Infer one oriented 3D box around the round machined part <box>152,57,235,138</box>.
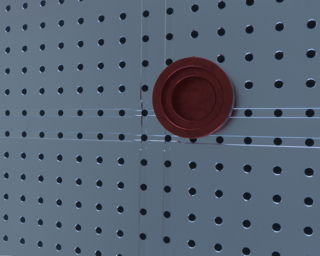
[{"bbox_3d":[0.044,-0.036,0.388,0.098,0.042,0.097,0,90,19],"label":"round machined part"}]
